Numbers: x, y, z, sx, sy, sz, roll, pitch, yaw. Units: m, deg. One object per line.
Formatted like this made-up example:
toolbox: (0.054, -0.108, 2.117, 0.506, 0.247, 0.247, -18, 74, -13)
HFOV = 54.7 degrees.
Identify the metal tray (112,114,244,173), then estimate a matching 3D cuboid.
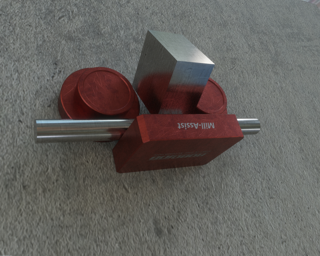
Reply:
metal tray: (0.020, 0.019, 0.364, 0.131, 0.090, 0.030, -1, 63, -29)

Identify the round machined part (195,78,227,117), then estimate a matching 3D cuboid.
round machined part: (0.057, -0.038, 0.449, 0.099, 0.042, 0.098, 14, 56, -21)

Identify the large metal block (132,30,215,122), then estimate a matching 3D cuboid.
large metal block: (0.012, -0.064, 0.383, 0.050, 0.079, 0.080, -2, 39, -30)

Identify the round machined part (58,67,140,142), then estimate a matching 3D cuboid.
round machined part: (-0.070, -0.035, 0.377, 0.099, 0.042, 0.098, 14, 56, -21)

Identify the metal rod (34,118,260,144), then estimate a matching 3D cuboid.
metal rod: (0.007, 0.000, 0.384, 0.303, 0.025, 0.025, -1, 63, -29)
